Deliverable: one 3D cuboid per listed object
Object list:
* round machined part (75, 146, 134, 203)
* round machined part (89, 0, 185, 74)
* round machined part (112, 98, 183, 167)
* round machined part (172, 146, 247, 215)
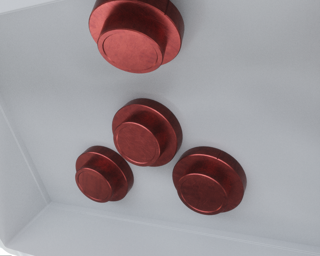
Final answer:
[{"bbox_3d":[-0.095,0.080,0.495,0.098,0.042,0.097,13,124,20],"label":"round machined part"},{"bbox_3d":[-0.026,-0.094,0.323,0.099,0.042,0.098,9,154,5],"label":"round machined part"},{"bbox_3d":[-0.023,0.013,0.416,0.098,0.042,0.097,13,124,20],"label":"round machined part"},{"bbox_3d":[0.061,0.076,0.412,0.098,0.042,0.097,13,124,20],"label":"round machined part"}]
